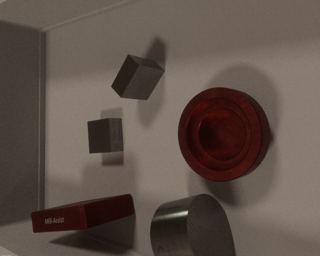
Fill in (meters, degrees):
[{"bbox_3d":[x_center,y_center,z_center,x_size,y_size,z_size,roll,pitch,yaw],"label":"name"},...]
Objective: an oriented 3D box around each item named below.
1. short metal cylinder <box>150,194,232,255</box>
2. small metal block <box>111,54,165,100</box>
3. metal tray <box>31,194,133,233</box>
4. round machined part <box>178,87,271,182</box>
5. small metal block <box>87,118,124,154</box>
[{"bbox_3d":[0.035,0.117,0.340,0.050,0.081,0.080,-25,75,37],"label":"short metal cylinder"},{"bbox_3d":[-0.029,-0.066,0.412,0.025,0.050,0.050,48,118,29],"label":"small metal block"},{"bbox_3d":[-0.115,0.126,0.456,0.130,0.091,0.030,-18,79,38],"label":"metal tray"},{"bbox_3d":[0.071,0.007,0.336,0.098,0.042,0.097,0,90,39],"label":"round machined part"},{"bbox_3d":[-0.084,0.012,0.473,0.050,0.025,0.050,-7,86,39],"label":"small metal block"}]
